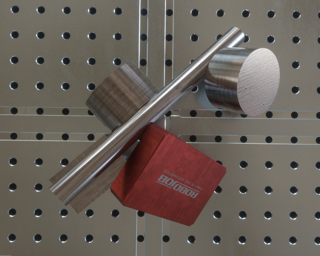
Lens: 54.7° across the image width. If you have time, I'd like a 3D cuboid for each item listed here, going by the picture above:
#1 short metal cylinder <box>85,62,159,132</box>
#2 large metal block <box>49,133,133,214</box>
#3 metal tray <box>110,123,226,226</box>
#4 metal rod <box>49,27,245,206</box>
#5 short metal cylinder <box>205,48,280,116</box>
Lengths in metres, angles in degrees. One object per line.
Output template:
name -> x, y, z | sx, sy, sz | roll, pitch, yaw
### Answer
short metal cylinder -> -0.045, -0.036, 0.385 | 0.080, 0.080, 0.050 | -43, 91, 0
large metal block -> -0.076, 0.051, 0.384 | 0.080, 0.080, 0.050 | -39, 90, 0
metal tray -> 0.016, 0.061, 0.371 | 0.130, 0.030, 0.090 | 32, 90, -42
metal rod -> 0.001, -0.028, 0.360 | 0.025, 0.025, 0.301 | 47, 68, 0
short metal cylinder -> 0.102, -0.058, 0.382 | 0.081, 0.050, 0.079 | -11, 109, -35
